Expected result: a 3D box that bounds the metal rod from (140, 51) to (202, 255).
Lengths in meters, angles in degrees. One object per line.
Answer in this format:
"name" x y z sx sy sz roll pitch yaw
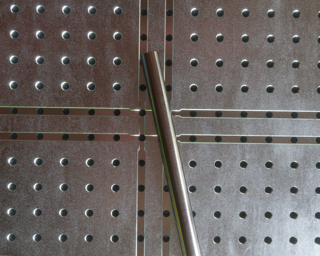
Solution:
"metal rod" 0.017 0.048 0.413 0.025 0.025 0.298 -12 90 0
